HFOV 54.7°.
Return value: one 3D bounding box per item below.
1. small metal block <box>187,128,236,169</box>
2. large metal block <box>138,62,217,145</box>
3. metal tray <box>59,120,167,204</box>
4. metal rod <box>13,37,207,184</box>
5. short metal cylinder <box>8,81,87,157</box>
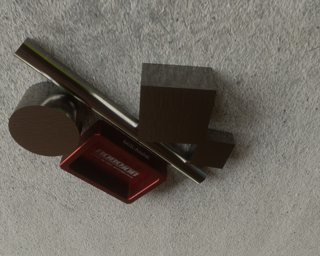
[{"bbox_3d":[0.071,0.028,0.434,0.050,0.025,0.050,10,130,-9],"label":"small metal block"},{"bbox_3d":[0.017,-0.028,0.369,0.081,0.050,0.079,3,130,-3],"label":"large metal block"},{"bbox_3d":[-0.064,0.054,0.451,0.130,0.030,0.090,36,121,-27],"label":"metal tray"},{"bbox_3d":[-0.044,-0.007,0.401,0.025,0.025,0.301,-37,122,27],"label":"metal rod"},{"bbox_3d":[-0.135,-0.011,0.381,0.081,0.050,0.079,0,130,0],"label":"short metal cylinder"}]
